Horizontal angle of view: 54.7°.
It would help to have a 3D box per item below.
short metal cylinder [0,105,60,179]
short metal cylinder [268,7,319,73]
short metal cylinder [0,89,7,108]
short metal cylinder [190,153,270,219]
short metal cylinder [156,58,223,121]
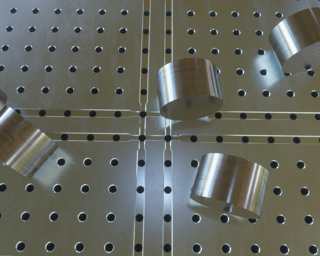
[{"bbox_3d":[-0.171,0.017,0.374,0.080,0.080,0.050,34,74,11],"label":"short metal cylinder"},{"bbox_3d":[0.199,-0.119,0.428,0.081,0.080,0.050,-14,71,-5],"label":"short metal cylinder"},{"bbox_3d":[-0.242,-0.031,0.387,0.080,0.050,0.080,-19,45,21],"label":"short metal cylinder"},{"bbox_3d":[0.080,0.068,0.359,0.080,0.080,0.050,17,71,6],"label":"short metal cylinder"},{"bbox_3d":[0.037,-0.047,0.400,0.081,0.080,0.050,-6,70,-3],"label":"short metal cylinder"}]
